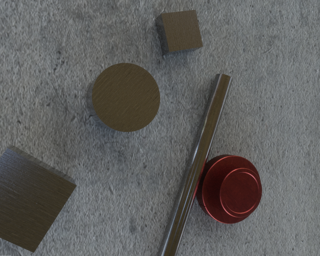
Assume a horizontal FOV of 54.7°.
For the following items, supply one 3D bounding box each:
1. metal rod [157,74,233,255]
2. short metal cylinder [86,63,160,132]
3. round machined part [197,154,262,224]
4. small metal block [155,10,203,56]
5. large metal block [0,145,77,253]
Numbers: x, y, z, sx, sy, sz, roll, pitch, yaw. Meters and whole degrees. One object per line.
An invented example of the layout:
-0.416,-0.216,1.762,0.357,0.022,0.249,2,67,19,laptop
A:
0.044,0.068,0.426,0.025,0.025,0.299,21,83,-19,metal rod
-0.046,-0.035,0.379,0.081,0.050,0.079,0,90,-21,short metal cylinder
0.104,0.088,0.440,0.099,0.042,0.097,0,90,-21,round machined part
0.026,-0.129,0.419,0.050,0.025,0.050,-14,95,-20,small metal block
-0.151,0.075,0.340,0.080,0.050,0.080,34,79,-17,large metal block
